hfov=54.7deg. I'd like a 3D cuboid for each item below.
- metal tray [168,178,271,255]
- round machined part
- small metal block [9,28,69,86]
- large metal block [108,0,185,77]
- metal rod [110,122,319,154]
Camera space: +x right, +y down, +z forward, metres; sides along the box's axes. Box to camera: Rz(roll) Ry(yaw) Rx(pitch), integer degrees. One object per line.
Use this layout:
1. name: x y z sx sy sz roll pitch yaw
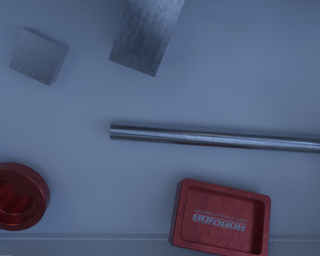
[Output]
1. metal tray: 0.084 0.128 0.430 0.131 0.030 0.090 13 70 -5
2. round machined part: -0.203 0.091 0.433 0.099 0.042 0.097 0 110 -1
3. small metal block: -0.147 -0.087 0.377 0.050 0.025 0.050 25 108 -10
4. large metal block: -0.014 -0.109 0.342 0.050 0.080 0.079 20 109 -8
5. metal rod: 0.086 0.014 0.417 0.302 0.025 0.025 4 110 -2
